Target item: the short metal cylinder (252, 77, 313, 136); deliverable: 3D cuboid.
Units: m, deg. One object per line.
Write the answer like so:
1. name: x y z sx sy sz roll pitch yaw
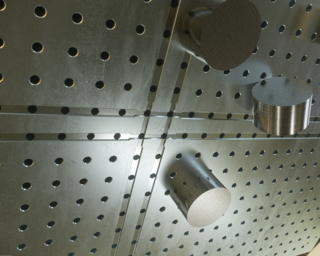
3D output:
1. short metal cylinder: 0.176 -0.033 0.451 0.081 0.080 0.050 -23 127 -14

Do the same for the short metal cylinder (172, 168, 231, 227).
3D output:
1. short metal cylinder: 0.067 0.113 0.501 0.081 0.050 0.079 -14 124 -21

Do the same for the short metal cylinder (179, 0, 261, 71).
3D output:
1. short metal cylinder: 0.069 -0.114 0.362 0.081 0.050 0.079 -14 124 -21
